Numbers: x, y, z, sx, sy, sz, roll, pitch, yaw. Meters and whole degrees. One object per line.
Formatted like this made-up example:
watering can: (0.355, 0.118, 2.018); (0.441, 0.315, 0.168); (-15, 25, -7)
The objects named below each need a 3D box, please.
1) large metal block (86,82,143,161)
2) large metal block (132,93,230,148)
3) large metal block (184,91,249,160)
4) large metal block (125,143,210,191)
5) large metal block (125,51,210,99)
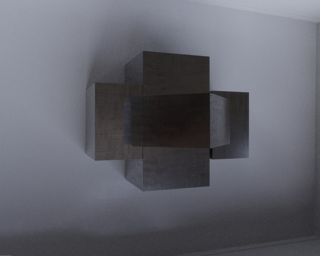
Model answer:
large metal block: (-0.056, -0.007, 0.360); (0.050, 0.080, 0.080); (0, 90, -20)
large metal block: (0.025, -0.007, 0.329); (0.080, 0.080, 0.050); (-1, 91, -65)
large metal block: (0.070, -0.004, 0.404); (0.050, 0.080, 0.080); (0, 90, -21)
large metal block: (0.006, 0.043, 0.382); (0.081, 0.080, 0.050); (0, 90, -20)
large metal block: (0.006, -0.058, 0.382); (0.081, 0.080, 0.050); (0, 90, -20)
